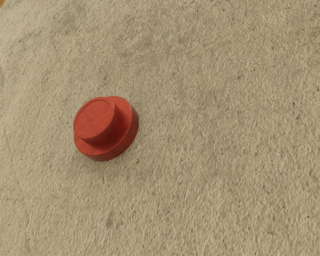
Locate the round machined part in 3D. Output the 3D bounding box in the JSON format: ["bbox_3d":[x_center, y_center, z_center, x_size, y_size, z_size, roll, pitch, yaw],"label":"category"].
[{"bbox_3d":[-0.083,-0.006,0.441,0.098,0.042,0.098,-13,56,21],"label":"round machined part"}]
